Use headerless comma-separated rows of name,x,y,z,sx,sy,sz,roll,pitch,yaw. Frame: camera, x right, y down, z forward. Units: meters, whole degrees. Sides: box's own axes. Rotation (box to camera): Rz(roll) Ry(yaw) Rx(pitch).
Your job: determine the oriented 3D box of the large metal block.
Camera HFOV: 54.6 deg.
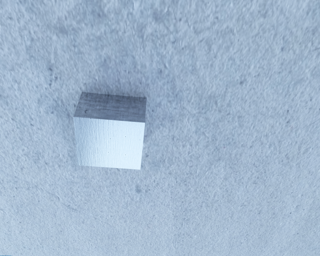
large metal block,-0.061,0.005,0.394,0.080,0.050,0.080,5,130,-4
